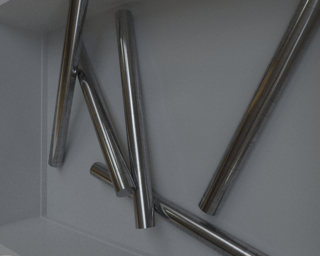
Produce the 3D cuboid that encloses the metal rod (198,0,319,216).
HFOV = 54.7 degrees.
[{"bbox_3d":[0.111,-0.037,0.315,0.025,0.025,0.298,35,112,34],"label":"metal rod"}]

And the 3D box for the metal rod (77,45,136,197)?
[{"bbox_3d":[-0.095,-0.037,0.453,0.025,0.025,0.299,-46,53,30],"label":"metal rod"}]

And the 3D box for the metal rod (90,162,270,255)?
[{"bbox_3d":[0.011,0.107,0.398,0.300,0.025,0.025,20,103,38],"label":"metal rod"}]

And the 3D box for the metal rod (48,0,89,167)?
[{"bbox_3d":[-0.149,-0.056,0.488,0.025,0.025,0.298,42,128,32],"label":"metal rod"}]

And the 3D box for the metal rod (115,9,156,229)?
[{"bbox_3d":[-0.036,-0.021,0.418,0.025,0.025,0.299,-18,73,38],"label":"metal rod"}]
